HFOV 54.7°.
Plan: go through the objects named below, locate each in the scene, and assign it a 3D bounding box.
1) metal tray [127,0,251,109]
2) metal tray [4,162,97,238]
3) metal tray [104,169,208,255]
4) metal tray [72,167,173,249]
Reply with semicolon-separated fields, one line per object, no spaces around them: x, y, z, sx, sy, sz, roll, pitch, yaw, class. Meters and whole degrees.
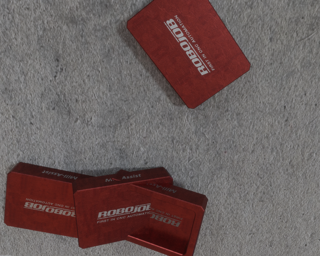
0.035;-0.099;0.371;0.090;0.030;0.130;-36;107;12;metal tray
-0.149;0.106;0.445;0.131;0.030;0.089;12;110;-5;metal tray
-0.009;0.118;0.421;0.130;0.030;0.089;15;111;13;metal tray
-0.049;0.108;0.426;0.131;0.030;0.089;-6;111;-17;metal tray
